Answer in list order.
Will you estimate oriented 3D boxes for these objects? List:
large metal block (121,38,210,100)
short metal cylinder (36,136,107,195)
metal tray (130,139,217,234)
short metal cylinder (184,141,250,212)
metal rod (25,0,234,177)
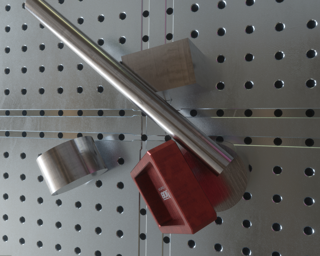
[{"bbox_3d":[0.010,-0.065,0.379,0.080,0.080,0.050,-11,87,19],"label":"large metal block"},{"bbox_3d":[-0.119,0.052,0.424,0.080,0.080,0.050,-30,80,17],"label":"short metal cylinder"},{"bbox_3d":[0.008,0.074,0.358,0.030,0.129,0.090,-26,80,-20],"label":"metal tray"},{"bbox_3d":[0.066,0.056,0.375,0.080,0.050,0.079,0,90,19],"label":"short metal cylinder"},{"bbox_3d":[-0.045,-0.056,0.342,0.300,0.025,0.025,41,103,14],"label":"metal rod"}]
